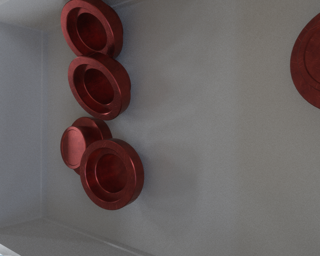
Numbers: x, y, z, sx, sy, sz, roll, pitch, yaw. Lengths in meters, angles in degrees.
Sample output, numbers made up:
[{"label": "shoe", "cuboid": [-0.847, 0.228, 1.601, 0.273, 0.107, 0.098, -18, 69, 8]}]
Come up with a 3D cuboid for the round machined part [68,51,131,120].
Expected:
[{"label": "round machined part", "cuboid": [-0.081, -0.063, 0.445, 0.098, 0.042, 0.097, 20, 130, 26]}]

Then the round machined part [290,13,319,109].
[{"label": "round machined part", "cuboid": [0.158, -0.060, 0.260, 0.098, 0.042, 0.097, -1, 89, 45]}]

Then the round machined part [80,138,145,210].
[{"label": "round machined part", "cuboid": [-0.063, 0.063, 0.440, 0.098, 0.042, 0.097, 3, 96, 29]}]

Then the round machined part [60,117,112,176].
[{"label": "round machined part", "cuboid": [-0.123, 0.030, 0.498, 0.098, 0.042, 0.097, 0, 90, 40]}]

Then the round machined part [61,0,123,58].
[{"label": "round machined part", "cuboid": [-0.093, -0.144, 0.454, 0.098, 0.042, 0.097, 20, 134, 23]}]
